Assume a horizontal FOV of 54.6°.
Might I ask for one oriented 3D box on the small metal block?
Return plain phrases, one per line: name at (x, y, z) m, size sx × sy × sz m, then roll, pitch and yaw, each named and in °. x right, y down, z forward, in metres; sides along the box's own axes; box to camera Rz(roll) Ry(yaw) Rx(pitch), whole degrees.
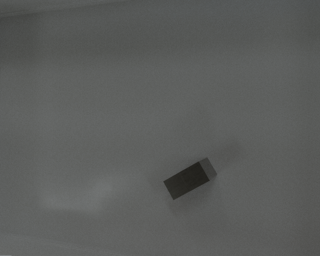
small metal block at (0.039, 0.062, 0.384) m, size 0.050 × 0.050 × 0.025 m, roll -32°, pitch 80°, yaw 17°
